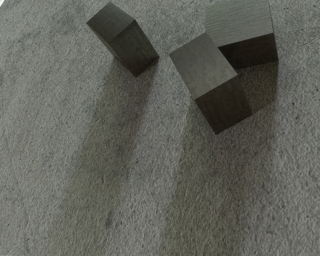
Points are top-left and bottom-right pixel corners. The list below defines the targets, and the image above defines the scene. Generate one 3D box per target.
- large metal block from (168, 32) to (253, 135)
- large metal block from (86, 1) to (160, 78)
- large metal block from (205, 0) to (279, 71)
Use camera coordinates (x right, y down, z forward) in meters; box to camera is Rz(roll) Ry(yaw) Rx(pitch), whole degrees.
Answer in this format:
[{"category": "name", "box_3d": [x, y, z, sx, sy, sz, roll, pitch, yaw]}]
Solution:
[{"category": "large metal block", "box_3d": [0.061, -0.051, 0.368, 0.050, 0.080, 0.080, -30, 52, 9]}, {"category": "large metal block", "box_3d": [-0.057, -0.137, 0.483, 0.050, 0.080, 0.080, -43, 51, -1]}, {"category": "large metal block", "box_3d": [0.107, -0.126, 0.409, 0.080, 0.050, 0.080, -10, 58, 23]}]
